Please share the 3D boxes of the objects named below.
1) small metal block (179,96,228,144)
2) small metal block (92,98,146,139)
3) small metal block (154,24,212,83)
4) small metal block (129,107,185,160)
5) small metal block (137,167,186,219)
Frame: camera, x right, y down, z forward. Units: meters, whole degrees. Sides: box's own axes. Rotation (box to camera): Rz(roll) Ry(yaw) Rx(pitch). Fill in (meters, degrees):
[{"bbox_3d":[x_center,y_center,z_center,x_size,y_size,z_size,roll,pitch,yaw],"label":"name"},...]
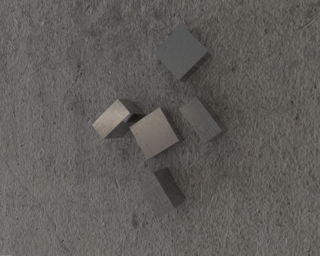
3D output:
[{"bbox_3d":[0.054,-0.010,0.376,0.025,0.050,0.050,-39,78,16],"label":"small metal block"},{"bbox_3d":[-0.054,-0.011,0.415,0.050,0.050,0.025,-43,77,15],"label":"small metal block"},{"bbox_3d":[0.029,-0.095,0.399,0.050,0.025,0.050,-44,77,14],"label":"small metal block"},{"bbox_3d":[-0.004,0.007,0.410,0.050,0.025,0.050,-32,80,17],"label":"small metal block"},{"bbox_3d":[0.003,0.081,0.394,0.025,0.050,0.050,-35,79,17],"label":"small metal block"}]
